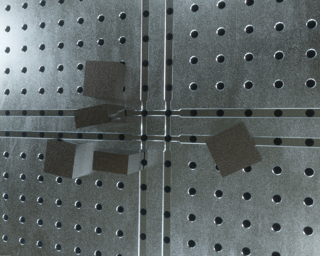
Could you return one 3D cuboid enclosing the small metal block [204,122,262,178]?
[{"bbox_3d":[0.090,0.026,0.380,0.050,0.025,0.050,-28,81,17],"label":"small metal block"}]

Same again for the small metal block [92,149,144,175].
[{"bbox_3d":[-0.055,0.044,0.418,0.050,0.050,0.025,5,92,19],"label":"small metal block"}]

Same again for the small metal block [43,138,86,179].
[{"bbox_3d":[-0.142,0.044,0.461,0.050,0.025,0.050,9,93,19],"label":"small metal block"}]

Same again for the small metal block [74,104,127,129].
[{"bbox_3d":[-0.081,-0.015,0.427,0.050,0.050,0.025,-9,87,19],"label":"small metal block"}]

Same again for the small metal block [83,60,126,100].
[{"bbox_3d":[-0.079,-0.068,0.439,0.050,0.025,0.050,7,92,19],"label":"small metal block"}]
